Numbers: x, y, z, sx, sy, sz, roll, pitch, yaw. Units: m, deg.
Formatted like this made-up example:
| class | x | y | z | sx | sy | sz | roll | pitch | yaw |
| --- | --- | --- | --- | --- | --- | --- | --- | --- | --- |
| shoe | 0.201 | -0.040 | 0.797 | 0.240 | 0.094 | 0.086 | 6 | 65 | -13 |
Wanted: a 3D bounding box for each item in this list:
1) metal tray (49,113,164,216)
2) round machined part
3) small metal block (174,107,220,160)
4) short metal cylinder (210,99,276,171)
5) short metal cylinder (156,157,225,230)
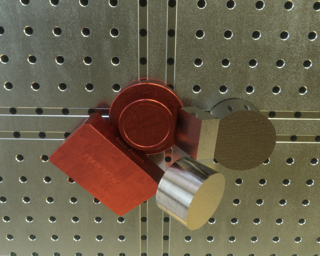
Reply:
| class | x | y | z | sx | sy | sz | roll | pitch | yaw |
| --- | --- | --- | --- | --- | --- | --- | --- | --- | --- |
| metal tray | -0.069 | 0.052 | 0.413 | 0.130 | 0.030 | 0.090 | 43 | 120 | -15 |
| round machined part | -0.016 | -0.010 | 0.396 | 0.099 | 0.042 | 0.097 | 0 | 110 | 0 |
| small metal block | 0.044 | 0.005 | 0.379 | 0.025 | 0.050 | 0.050 | -5 | 112 | -28 |
| short metal cylinder | 0.101 | 0.008 | 0.400 | 0.081 | 0.050 | 0.079 | 0 | 110 | 0 |
| short metal cylinder | 0.041 | 0.084 | 0.405 | 0.050 | 0.081 | 0.079 | 26 | 115 | 37 |
